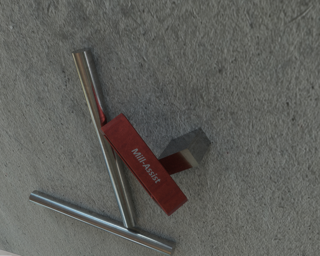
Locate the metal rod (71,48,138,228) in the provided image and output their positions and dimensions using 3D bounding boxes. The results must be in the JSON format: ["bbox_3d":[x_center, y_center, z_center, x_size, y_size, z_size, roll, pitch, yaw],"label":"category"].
[{"bbox_3d":[-0.076,0.031,0.463,0.025,0.025,0.298,3,120,26],"label":"metal rod"}]

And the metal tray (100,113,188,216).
[{"bbox_3d":[-0.025,0.044,0.396,0.130,0.030,0.090,53,169,-6],"label":"metal tray"}]

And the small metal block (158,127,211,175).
[{"bbox_3d":[0.031,0.030,0.392,0.050,0.050,0.025,-26,105,36],"label":"small metal block"}]

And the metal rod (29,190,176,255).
[{"bbox_3d":[-0.115,0.170,0.570,0.301,0.025,0.025,14,124,20],"label":"metal rod"}]
